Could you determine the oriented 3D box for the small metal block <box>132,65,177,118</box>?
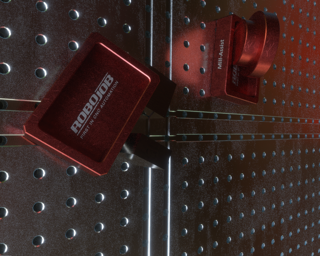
[{"bbox_3d":[-0.011,-0.045,0.399,0.050,0.025,0.050,30,71,-36],"label":"small metal block"}]

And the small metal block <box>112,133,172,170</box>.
[{"bbox_3d":[-0.023,0.028,0.373,0.050,0.050,0.025,32,70,-36],"label":"small metal block"}]

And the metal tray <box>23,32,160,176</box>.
[{"bbox_3d":[-0.068,-0.025,0.330,0.090,0.030,0.130,34,68,-15],"label":"metal tray"}]

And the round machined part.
[{"bbox_3d":[0.137,-0.127,0.470,0.042,0.098,0.097,7,85,-7],"label":"round machined part"}]

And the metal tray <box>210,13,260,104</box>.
[{"bbox_3d":[0.130,-0.109,0.513,0.091,0.030,0.129,10,84,-40],"label":"metal tray"}]
